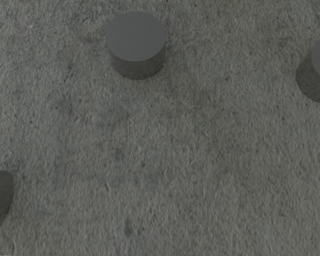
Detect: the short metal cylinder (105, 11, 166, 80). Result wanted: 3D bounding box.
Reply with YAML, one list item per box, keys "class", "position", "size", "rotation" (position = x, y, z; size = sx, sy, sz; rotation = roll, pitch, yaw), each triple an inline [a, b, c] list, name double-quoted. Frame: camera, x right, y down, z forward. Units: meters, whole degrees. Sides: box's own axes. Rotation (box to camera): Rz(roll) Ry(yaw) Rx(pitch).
- class: "short metal cylinder"
  position: [-0.033, -0.115, 0.437]
  size: [0.081, 0.050, 0.080]
  rotation: [0, 70, 0]

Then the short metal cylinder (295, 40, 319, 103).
- class: "short metal cylinder"
  position: [0.238, -0.079, 0.427]
  size: [0.081, 0.050, 0.080]
  rotation: [0, 70, 0]

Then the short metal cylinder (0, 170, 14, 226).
- class: "short metal cylinder"
  position: [-0.210, 0.081, 0.347]
  size: [0.050, 0.080, 0.080]
  rotation: [13, 71, 4]
